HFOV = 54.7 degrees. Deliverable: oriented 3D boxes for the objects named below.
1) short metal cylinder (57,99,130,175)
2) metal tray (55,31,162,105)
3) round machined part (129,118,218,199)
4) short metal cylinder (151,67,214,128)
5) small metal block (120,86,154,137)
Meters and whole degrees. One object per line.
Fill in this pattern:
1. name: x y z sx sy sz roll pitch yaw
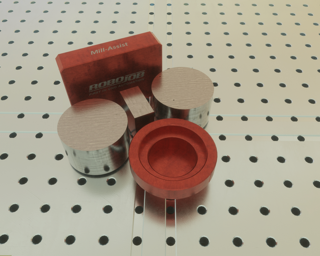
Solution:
1. short metal cylinder: -0.078 0.010 0.377 0.081 0.050 0.080 0 50 0
2. metal tray: -0.062 -0.070 0.418 0.131 0.090 0.030 -19 53 -15
3. round machined part: 0.014 0.039 0.359 0.099 0.042 0.098 0 50 0
4. short metal cylinder: 0.029 -0.037 0.418 0.081 0.050 0.080 0 50 0
5. small metal block: -0.029 -0.017 0.400 0.025 0.050 0.050 -20 53 -16
